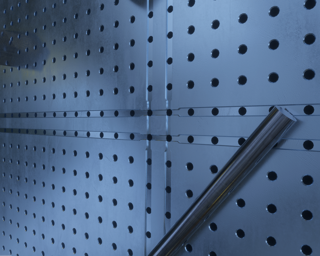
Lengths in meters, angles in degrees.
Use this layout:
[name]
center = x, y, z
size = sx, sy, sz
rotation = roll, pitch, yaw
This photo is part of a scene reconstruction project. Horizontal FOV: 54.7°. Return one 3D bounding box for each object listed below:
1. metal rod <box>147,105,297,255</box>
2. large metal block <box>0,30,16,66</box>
[metal rod]
center = 0.049, 0.097, 0.369
size = 0.025, 0.025, 0.298
rotation = 49, 119, 29
[large metal block]
center = -0.384, -0.186, 0.691
size = 0.080, 0.081, 0.050
rotation = 47, 118, 29
